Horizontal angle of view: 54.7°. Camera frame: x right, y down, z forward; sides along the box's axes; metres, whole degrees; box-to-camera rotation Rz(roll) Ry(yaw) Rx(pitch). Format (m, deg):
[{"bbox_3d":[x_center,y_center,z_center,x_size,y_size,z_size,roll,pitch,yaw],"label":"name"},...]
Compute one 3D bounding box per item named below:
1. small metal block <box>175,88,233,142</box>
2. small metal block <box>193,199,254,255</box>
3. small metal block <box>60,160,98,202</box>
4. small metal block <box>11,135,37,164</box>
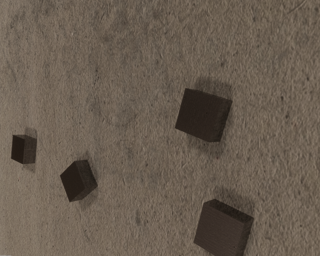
[{"bbox_3d":[0.050,-0.015,0.362,0.050,0.025,0.050,23,105,37],"label":"small metal block"},{"bbox_3d":[0.070,0.115,0.346,0.050,0.025,0.050,20,103,38],"label":"small metal block"},{"bbox_3d":[-0.135,0.088,0.514,0.050,0.025,0.050,-41,65,32],"label":"small metal block"},{"bbox_3d":[-0.277,0.043,0.629,0.050,0.025,0.050,12,98,39],"label":"small metal block"}]
